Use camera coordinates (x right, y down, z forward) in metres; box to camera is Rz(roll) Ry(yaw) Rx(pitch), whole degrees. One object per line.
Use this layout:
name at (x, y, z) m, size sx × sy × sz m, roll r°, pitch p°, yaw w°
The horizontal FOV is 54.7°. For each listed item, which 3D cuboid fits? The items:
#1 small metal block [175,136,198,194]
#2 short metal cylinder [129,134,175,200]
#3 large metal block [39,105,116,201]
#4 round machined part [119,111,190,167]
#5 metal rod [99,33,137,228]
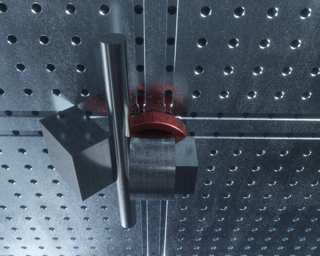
small metal block at (0.029, 0.045, 0.379) m, size 0.025 × 0.050 × 0.050 m, roll 1°, pitch 130°, yaw -1°
short metal cylinder at (-0.009, 0.047, 0.376) m, size 0.050 × 0.080 × 0.079 m, roll 1°, pitch 130°, yaw -1°
large metal block at (-0.103, 0.031, 0.392) m, size 0.050 × 0.080 × 0.079 m, roll -29°, pitch 139°, yaw -31°
round machined part at (-0.009, 0.016, 0.413) m, size 0.099 × 0.042 × 0.097 m, roll -1°, pitch 130°, yaw 0°
metal rod at (-0.046, 0.031, 0.383) m, size 0.025 × 0.025 × 0.298 m, roll 0°, pitch 130°, yaw -1°
